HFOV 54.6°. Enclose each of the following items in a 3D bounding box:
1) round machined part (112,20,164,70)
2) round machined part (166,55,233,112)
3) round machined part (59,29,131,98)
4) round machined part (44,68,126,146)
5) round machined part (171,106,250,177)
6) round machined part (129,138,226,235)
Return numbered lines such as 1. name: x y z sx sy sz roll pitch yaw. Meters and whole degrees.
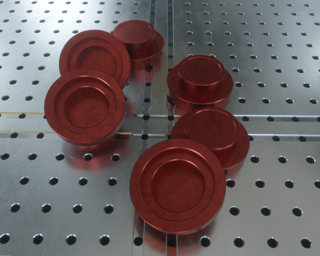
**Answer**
1. round machined part: -0.042 -0.144 0.518 0.099 0.042 0.098 0 50 0
2. round machined part: 0.059 -0.071 0.457 0.099 0.042 0.098 0 50 0
3. round machined part: -0.091 -0.088 0.448 0.099 0.097 0.042 0 5 -2
4. round machined part: -0.094 -0.024 0.401 0.099 0.042 0.098 1 74 -4
5. round machined part: 0.063 0.011 0.388 0.099 0.042 0.098 0 50 0
6. round machined part: 0.020 0.064 0.332 0.098 0.042 0.098 -4 64 8
